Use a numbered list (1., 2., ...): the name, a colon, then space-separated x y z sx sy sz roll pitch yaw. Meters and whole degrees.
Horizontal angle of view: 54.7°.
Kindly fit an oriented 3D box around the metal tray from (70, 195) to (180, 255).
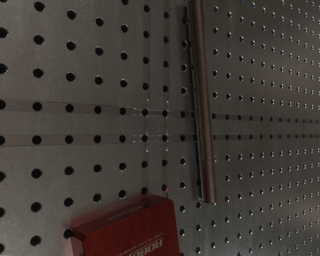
1. metal tray: -0.036 0.146 0.378 0.131 0.030 0.089 -13 98 -40

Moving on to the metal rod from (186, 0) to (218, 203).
1. metal rod: 0.064 -0.036 0.464 0.025 0.025 0.298 -9 96 -40
